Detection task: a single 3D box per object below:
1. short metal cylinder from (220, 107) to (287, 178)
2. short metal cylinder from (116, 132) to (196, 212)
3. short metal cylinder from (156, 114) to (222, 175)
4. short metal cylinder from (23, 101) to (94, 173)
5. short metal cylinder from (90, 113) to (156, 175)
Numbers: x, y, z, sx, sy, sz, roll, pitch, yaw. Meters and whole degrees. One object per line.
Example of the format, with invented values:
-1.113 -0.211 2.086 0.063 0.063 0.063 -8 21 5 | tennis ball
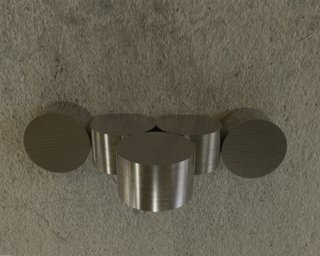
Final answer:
0.116 0.018 0.405 0.081 0.050 0.079 0 111 -1 | short metal cylinder
-0.004 0.042 0.323 0.081 0.080 0.050 1 111 -1 | short metal cylinder
0.035 0.018 0.389 0.081 0.080 0.050 0 109 0 | short metal cylinder
-0.125 0.011 0.400 0.081 0.050 0.079 0 110 -1 | short metal cylinder
-0.045 0.017 0.388 0.081 0.080 0.050 0 110 0 | short metal cylinder
